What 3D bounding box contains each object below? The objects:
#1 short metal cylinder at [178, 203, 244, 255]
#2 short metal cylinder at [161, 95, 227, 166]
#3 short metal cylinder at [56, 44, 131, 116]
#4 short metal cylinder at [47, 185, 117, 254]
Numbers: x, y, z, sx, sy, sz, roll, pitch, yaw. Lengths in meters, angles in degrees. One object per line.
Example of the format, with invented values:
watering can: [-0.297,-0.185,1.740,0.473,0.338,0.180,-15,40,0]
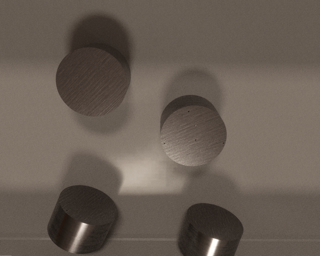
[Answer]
short metal cylinder: [0.071,0.151,0.439,0.081,0.080,0.050,12,110,-5]
short metal cylinder: [0.041,0.002,0.399,0.081,0.050,0.079,0,110,-1]
short metal cylinder: [-0.078,-0.059,0.375,0.081,0.050,0.079,0,110,-1]
short metal cylinder: [-0.106,0.124,0.426,0.080,0.080,0.050,23,109,-9]
